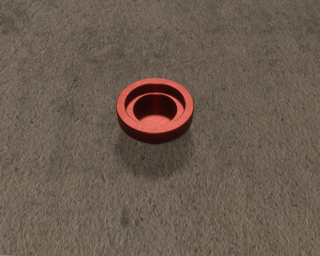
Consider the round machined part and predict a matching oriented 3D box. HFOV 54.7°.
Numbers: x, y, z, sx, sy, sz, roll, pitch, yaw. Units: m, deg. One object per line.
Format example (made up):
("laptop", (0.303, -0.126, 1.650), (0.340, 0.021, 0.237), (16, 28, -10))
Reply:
("round machined part", (-0.006, -0.018, 0.407), (0.099, 0.042, 0.098), (0, 50, 0))
